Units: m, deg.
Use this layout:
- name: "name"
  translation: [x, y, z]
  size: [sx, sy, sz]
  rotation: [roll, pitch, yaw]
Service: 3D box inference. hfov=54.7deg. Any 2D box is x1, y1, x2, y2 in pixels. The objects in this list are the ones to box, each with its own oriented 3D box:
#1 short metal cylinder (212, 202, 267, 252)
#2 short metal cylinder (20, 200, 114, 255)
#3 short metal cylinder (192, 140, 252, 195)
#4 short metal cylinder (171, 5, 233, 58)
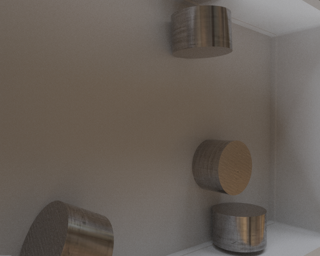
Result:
- name: "short metal cylinder"
  translation: [0.121, 0.149, 0.472]
  size: [0.081, 0.080, 0.050]
  rotation: [-1, 91, -40]
- name: "short metal cylinder"
  translation: [-0.090, 0.116, 0.296]
  size: [0.050, 0.080, 0.080]
  rotation: [33, 70, -36]
- name: "short metal cylinder"
  translation: [0.095, 0.058, 0.470]
  size: [0.081, 0.050, 0.080]
  rotation: [0, 90, -40]
- name: "short metal cylinder"
  translation: [0.056, -0.126, 0.417]
  size: [0.081, 0.080, 0.050]
  rotation: [-4, 93, -40]
